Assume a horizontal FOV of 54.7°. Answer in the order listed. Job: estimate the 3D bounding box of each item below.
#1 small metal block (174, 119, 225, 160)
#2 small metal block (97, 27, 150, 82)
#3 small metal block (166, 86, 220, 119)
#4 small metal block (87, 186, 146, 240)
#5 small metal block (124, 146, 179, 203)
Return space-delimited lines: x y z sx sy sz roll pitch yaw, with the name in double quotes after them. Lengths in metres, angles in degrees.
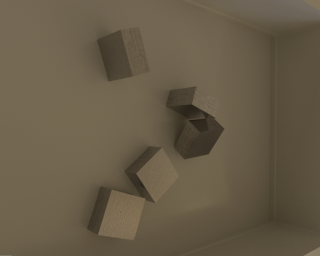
0.055 0.014 0.435 0.050 0.025 0.050 -6 134 -40 "small metal block"
-0.042 -0.083 0.355 0.025 0.050 0.050 -24 105 -38 "small metal block"
0.046 -0.033 0.428 0.050 0.050 0.025 25 74 -37 "small metal block"
-0.050 0.101 0.365 0.050 0.025 0.050 25 74 -37 "small metal block"
-0.009 0.059 0.399 0.050 0.025 0.050 -44 117 -31 "small metal block"
